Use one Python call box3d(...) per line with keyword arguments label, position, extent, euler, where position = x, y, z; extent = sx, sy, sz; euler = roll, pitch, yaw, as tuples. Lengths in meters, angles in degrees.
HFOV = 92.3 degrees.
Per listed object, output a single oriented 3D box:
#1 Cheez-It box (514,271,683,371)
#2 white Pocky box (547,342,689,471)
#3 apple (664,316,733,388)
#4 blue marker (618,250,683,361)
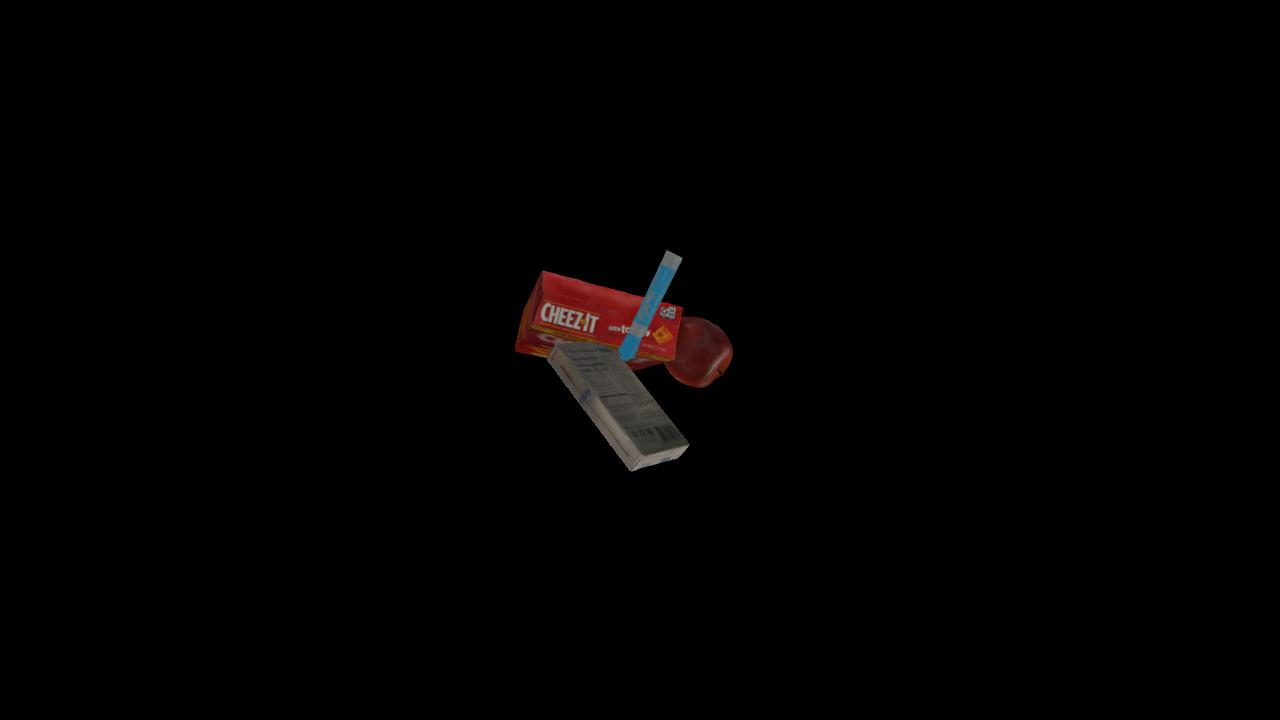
box3d(label="Cheez-It box", position=(-0.061, -0.036, 0.768), extent=(0.166, 0.071, 0.223), euler=(12, -10, -15))
box3d(label="white Pocky box", position=(-0.022, 0.042, 0.630), extent=(0.084, 0.028, 0.154), euler=(-3, 47, -51))
box3d(label="apple", position=(0.062, -0.012, 0.710), extent=(0.093, 0.079, 0.079), euler=(39, 17, 22))
box3d(label="blue marker", position=(0.009, -0.054, 0.633), extent=(0.020, 0.121, 0.020), euler=(25, 10, -5))
